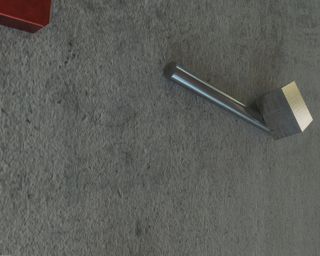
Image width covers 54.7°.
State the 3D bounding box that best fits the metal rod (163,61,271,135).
[{"bbox_3d":[0.123,-0.034,0.510,0.302,0.025,0.025,22,76,-38],"label":"metal rod"}]

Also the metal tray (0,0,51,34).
[{"bbox_3d":[-0.162,-0.145,0.266,0.131,0.030,0.089,6,86,-40],"label":"metal tray"}]

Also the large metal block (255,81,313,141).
[{"bbox_3d":[0.224,-0.032,0.557,0.081,0.050,0.080,-25,89,-49],"label":"large metal block"}]
